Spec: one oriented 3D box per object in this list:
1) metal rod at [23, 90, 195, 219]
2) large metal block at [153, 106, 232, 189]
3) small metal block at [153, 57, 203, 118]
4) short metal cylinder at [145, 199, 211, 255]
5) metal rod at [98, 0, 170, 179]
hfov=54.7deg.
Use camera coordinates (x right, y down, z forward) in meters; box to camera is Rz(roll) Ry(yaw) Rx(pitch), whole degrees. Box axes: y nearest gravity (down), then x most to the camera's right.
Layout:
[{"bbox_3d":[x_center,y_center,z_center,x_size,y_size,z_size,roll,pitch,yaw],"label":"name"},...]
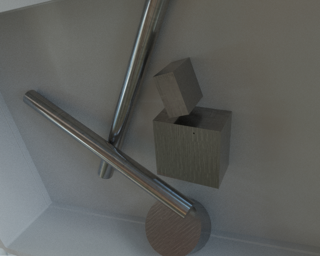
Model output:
[{"bbox_3d":[-0.083,0.027,0.435,0.300,0.025,0.025,32,129,19],"label":"metal rod"},{"bbox_3d":[0.041,0.020,0.382,0.080,0.050,0.079,10,123,22],"label":"large metal block"},{"bbox_3d":[0.022,-0.046,0.351,0.025,0.050,0.050,-10,114,32],"label":"small metal block"},{"bbox_3d":[0.027,0.138,0.436,0.080,0.050,0.080,-7,72,23],"label":"short metal cylinder"},{"bbox_3d":[-0.043,-0.037,0.406,0.025,0.025,0.298,29,128,9],"label":"metal rod"}]
